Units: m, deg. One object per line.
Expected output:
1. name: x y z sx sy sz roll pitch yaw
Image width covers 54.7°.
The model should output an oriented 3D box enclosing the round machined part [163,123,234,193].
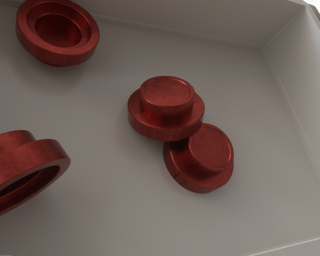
1. round machined part: 0.057 0.033 0.407 0.099 0.042 0.098 14 56 -21

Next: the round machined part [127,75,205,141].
1. round machined part: 0.008 -0.031 0.394 0.099 0.042 0.098 2 41 -2

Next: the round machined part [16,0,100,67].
1. round machined part: -0.131 -0.118 0.397 0.099 0.042 0.098 14 56 -21

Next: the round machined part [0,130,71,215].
1. round machined part: -0.131 0.038 0.266 0.099 0.097 0.042 -30 79 -38
